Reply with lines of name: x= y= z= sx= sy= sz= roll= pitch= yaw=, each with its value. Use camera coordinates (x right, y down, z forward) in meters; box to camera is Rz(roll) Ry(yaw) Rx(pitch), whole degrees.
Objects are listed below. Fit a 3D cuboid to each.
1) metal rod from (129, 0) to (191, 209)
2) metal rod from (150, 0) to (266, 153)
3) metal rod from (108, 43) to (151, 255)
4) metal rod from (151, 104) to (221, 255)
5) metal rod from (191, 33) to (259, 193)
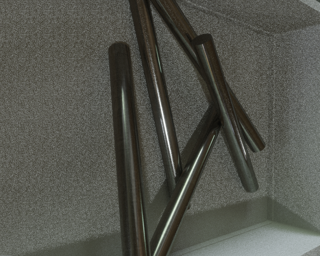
metal rod: x=0.001 y=-0.032 z=0.408 sx=0.025 sy=0.025 sz=0.298 roll=-20 pitch=103 yaw=-39
metal rod: x=0.074 y=-0.072 z=0.433 sx=0.300 sy=0.025 sz=0.025 roll=50 pitch=60 yaw=-27
metal rod: x=-0.030 y=0.041 z=0.307 sx=0.025 sy=0.025 sz=0.299 roll=14 pitch=57 yaw=-39
metal rod: x=0.042 y=0.062 z=0.411 sx=0.025 sy=0.025 sz=0.301 roll=51 pitch=50 yaw=-28
metal rod: x=0.105 y=0.000 z=0.455 sx=0.025 sy=0.025 sz=0.299 roll=-52 pitch=133 yaw=-27
